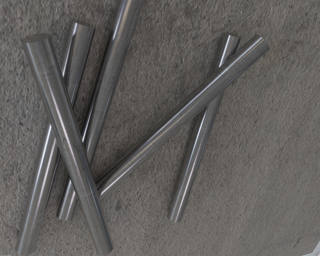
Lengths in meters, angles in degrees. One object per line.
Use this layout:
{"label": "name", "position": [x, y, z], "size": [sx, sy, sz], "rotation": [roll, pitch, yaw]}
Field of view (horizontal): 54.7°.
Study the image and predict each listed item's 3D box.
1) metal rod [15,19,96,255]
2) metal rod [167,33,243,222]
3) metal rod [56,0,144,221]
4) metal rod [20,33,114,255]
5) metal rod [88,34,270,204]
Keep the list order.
{"label": "metal rod", "position": [-0.126, 0.028, 0.355], "size": [0.025, 0.025, 0.298], "rotation": [8, 115, -32]}
{"label": "metal rod", "position": [0.057, 0.016, 0.447], "size": [0.025, 0.025, 0.298], "rotation": [0, 119, -28]}
{"label": "metal rod", "position": [-0.073, -0.016, 0.356], "size": [0.025, 0.025, 0.298], "rotation": [8, 114, -32]}
{"label": "metal rod", "position": [-0.092, 0.045, 0.350], "size": [0.025, 0.025, 0.298], "rotation": [-19, 126, -17]}
{"label": "metal rod", "position": [0.013, -0.003, 0.392], "size": [0.300, 0.025, 0.025], "rotation": [-42, 130, 8]}
